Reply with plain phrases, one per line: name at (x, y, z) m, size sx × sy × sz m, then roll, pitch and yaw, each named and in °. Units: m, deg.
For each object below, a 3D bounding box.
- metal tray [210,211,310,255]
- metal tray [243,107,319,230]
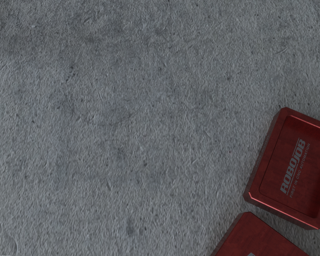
metal tray at (0.123, 0.169, 0.345) m, size 0.130 × 0.030 × 0.090 m, roll 36°, pitch 74°, yaw 12°
metal tray at (0.171, 0.048, 0.388) m, size 0.090 × 0.030 × 0.130 m, roll 25°, pitch 72°, yaw 8°
